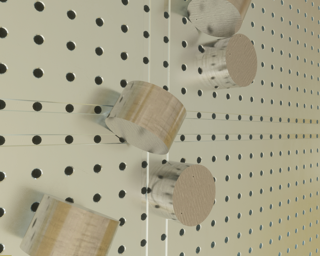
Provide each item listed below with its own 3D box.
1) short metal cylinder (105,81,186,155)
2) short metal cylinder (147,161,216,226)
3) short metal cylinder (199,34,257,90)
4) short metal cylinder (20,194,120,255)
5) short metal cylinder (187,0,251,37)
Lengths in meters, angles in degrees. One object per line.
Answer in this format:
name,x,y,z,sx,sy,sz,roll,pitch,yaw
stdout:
short metal cylinder,-0.016,-0.011,0.362,0.080,0.080,0.050,41,65,-33
short metal cylinder,0.030,0.087,0.420,0.081,0.050,0.079,0,90,-40
short metal cylinder,0.108,-0.102,0.486,0.081,0.050,0.079,0,90,-40
short metal cylinder,-0.086,0.102,0.303,0.080,0.080,0.050,33,70,-36
short metal cylinder,0.086,-0.178,0.448,0.080,0.080,0.050,37,67,-34
